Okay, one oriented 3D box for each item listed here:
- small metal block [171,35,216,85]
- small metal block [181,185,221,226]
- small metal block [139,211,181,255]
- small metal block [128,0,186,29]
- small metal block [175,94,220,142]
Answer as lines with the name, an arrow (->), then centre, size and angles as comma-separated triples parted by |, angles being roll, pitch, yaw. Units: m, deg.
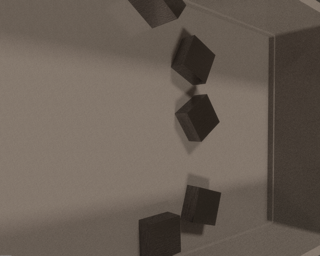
small metal block -> 0.049, -0.097, 0.450 | 0.050, 0.025, 0.050 | 33, 70, -36
small metal block -> 0.061, 0.115, 0.461 | 0.050, 0.025, 0.050 | 21, 77, -38
small metal block -> 0.000, 0.143, 0.409 | 0.050, 0.025, 0.050 | -3, 92, -40
small metal block -> -0.004, -0.158, 0.388 | 0.050, 0.050, 0.025 | 43, 64, -32
small metal block -> 0.056, -0.015, 0.456 | 0.050, 0.025, 0.050 | -43, 116, -32
